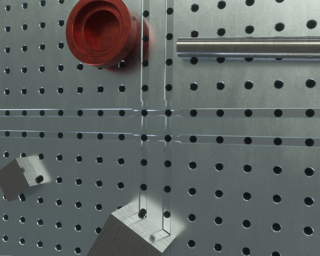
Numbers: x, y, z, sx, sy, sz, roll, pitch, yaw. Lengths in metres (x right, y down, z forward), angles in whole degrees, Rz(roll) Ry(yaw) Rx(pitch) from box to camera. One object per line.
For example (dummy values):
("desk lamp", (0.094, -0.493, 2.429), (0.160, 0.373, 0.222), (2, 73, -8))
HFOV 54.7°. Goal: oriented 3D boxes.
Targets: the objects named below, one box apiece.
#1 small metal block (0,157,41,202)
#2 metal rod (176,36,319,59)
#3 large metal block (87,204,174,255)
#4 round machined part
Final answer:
("small metal block", (-0.225, 0.081, 0.490), (0.050, 0.025, 0.050), (-34, 79, 16))
("metal rod", (0.167, -0.092, 0.353), (0.301, 0.025, 0.025), (5, 92, 19))
("large metal block", (-0.041, 0.163, 0.413), (0.080, 0.050, 0.080), (33, 100, 16))
("round machined part", (-0.077, -0.132, 0.429), (0.098, 0.042, 0.097), (0, 90, 19))
